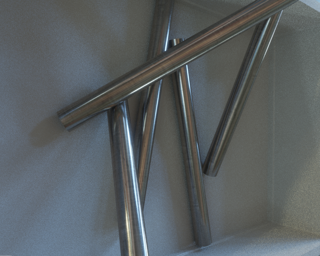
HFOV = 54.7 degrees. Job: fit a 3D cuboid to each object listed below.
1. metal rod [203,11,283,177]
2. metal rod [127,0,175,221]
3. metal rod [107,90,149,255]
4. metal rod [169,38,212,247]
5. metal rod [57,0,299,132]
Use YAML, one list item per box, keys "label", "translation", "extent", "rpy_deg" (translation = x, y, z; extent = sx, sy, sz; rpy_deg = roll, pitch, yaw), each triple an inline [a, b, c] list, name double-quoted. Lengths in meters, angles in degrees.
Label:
- label: "metal rod"
  translation: [0.117, -0.066, 0.424]
  extent: [0.025, 0.025, 0.298]
  rpy_deg: [-1, 117, -40]
- label: "metal rod"
  translation: [-0.014, -0.028, 0.396]
  extent: [0.025, 0.025, 0.298]
  rpy_deg: [14, 81, -40]
- label: "metal rod"
  translation: [-0.028, 0.084, 0.295]
  extent: [0.025, 0.025, 0.299]
  rpy_deg: [16, 52, -39]
- label: "metal rod"
  translation: [0.044, 0.025, 0.445]
  extent: [0.025, 0.025, 0.298]
  rpy_deg: [-15, 100, -39]
- label: "metal rod"
  translation: [0.027, -0.083, 0.344]
  extent: [0.301, 0.025, 0.025]
  rpy_deg: [-31, 112, -7]
